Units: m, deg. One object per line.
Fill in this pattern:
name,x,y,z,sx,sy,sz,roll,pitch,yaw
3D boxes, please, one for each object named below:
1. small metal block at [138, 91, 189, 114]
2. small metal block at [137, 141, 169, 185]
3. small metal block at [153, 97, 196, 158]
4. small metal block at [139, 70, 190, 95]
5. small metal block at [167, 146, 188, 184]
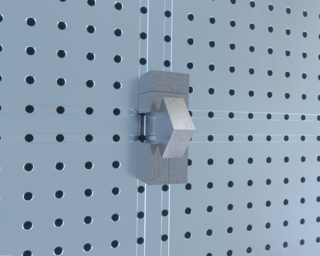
small metal block,0.003,-0.031,0.401,0.050,0.050,0.025,2,90,-20
small metal block,-0.010,0.043,0.396,0.025,0.050,0.050,2,90,-20
small metal block,0.015,0.000,0.362,0.025,0.050,0.050,1,48,-20
small metal block,0.004,-0.056,0.401,0.050,0.050,0.025,2,90,-20
small metal block,0.014,0.044,0.404,0.025,0.050,0.050,2,90,-20
